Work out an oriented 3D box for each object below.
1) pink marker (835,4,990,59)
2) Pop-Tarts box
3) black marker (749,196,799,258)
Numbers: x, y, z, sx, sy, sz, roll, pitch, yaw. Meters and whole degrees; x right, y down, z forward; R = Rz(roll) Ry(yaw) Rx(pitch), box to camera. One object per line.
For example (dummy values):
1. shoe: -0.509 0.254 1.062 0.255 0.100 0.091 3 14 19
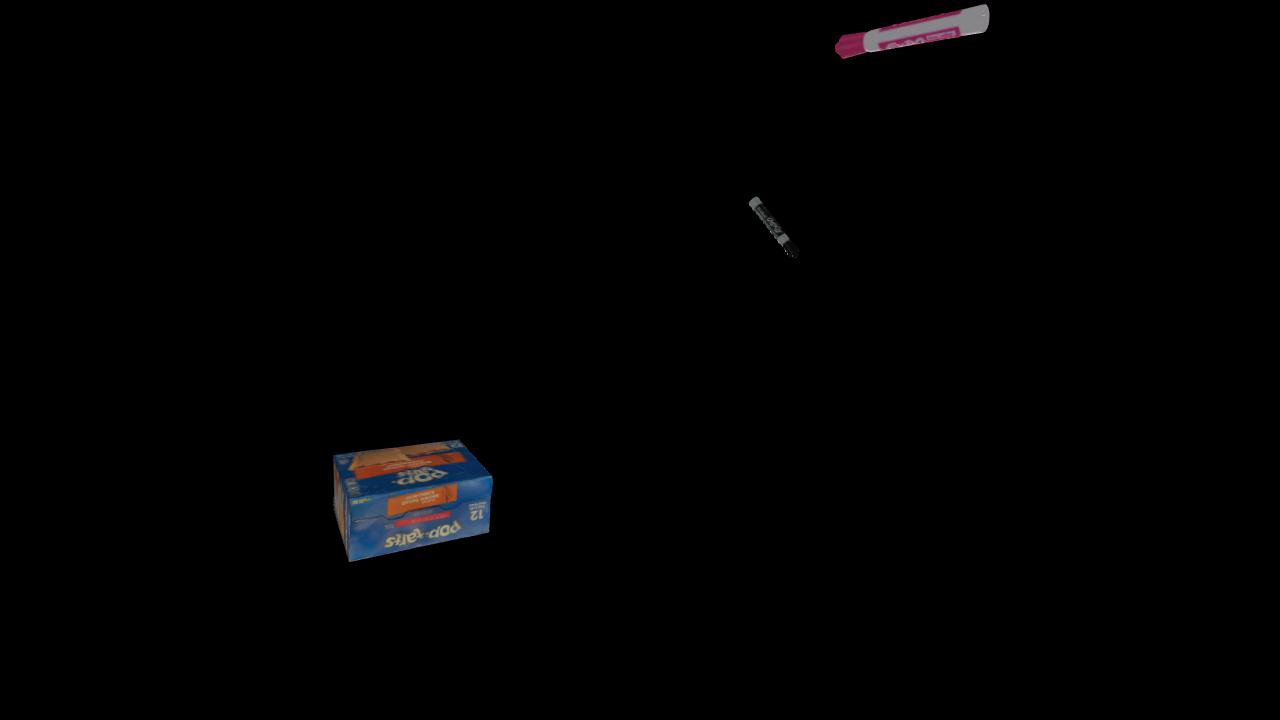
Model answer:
1. pink marker: 0.214 -0.264 0.498 0.020 0.020 0.121 0 10 -44
2. Pop-Tarts box: -0.294 0.171 0.789 0.167 0.083 0.141 -4 16 -32
3. black marker: 0.218 -0.214 0.995 0.020 0.121 0.020 -31 -15 -9
